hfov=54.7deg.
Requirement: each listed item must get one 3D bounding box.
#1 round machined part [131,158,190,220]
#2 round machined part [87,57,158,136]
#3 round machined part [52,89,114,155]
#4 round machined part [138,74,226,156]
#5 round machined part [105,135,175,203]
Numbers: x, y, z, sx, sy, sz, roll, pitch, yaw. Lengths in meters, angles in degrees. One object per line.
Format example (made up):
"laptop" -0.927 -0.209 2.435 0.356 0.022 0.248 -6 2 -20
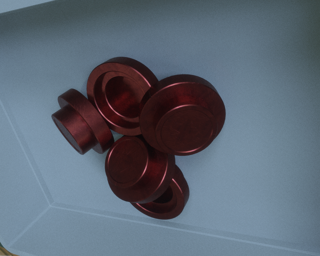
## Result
"round machined part" -0.003 0.081 0.447 0.098 0.042 0.097 13 124 21
"round machined part" -0.039 -0.042 0.389 0.098 0.042 0.097 13 124 21
"round machined part" -0.110 -0.002 0.424 0.098 0.042 0.098 41 156 23
"round machined part" 0.026 -0.007 0.348 0.099 0.042 0.097 -4 125 -6
"round machined part" -0.033 0.047 0.405 0.098 0.098 0.042 -6 159 31
